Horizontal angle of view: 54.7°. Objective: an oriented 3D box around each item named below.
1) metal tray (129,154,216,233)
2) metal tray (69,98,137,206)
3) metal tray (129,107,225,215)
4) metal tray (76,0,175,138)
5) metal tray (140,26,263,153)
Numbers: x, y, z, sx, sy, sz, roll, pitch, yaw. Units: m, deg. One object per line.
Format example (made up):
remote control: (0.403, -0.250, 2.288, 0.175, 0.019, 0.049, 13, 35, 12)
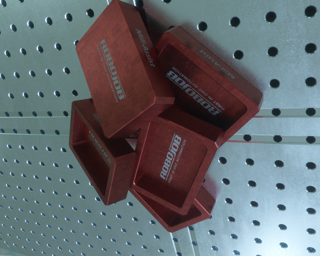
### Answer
metal tray: (0.006, 0.089, 0.458, 0.130, 0.030, 0.090, 48, 128, -6)
metal tray: (-0.085, 0.030, 0.430, 0.130, 0.030, 0.089, 47, 136, 35)
metal tray: (0.014, 0.041, 0.386, 0.090, 0.030, 0.129, 25, 127, 12)
metal tray: (-0.045, -0.064, 0.351, 0.090, 0.030, 0.130, -34, 69, 38)
metal tray: (0.040, -0.041, 0.360, 0.130, 0.030, 0.089, 40, 129, 0)
